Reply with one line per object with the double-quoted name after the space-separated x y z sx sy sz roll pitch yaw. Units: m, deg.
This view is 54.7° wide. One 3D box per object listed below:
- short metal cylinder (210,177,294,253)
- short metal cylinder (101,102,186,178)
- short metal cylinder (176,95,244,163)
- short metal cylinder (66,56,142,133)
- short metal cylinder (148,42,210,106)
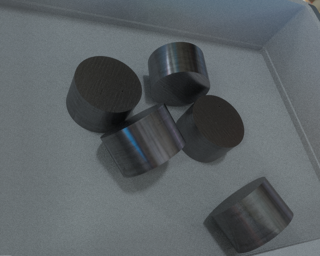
0.108 0.102 0.368 0.081 0.080 0.050 -28 78 -38 "short metal cylinder"
-0.019 0.012 0.347 0.081 0.080 0.050 -36 102 -39 "short metal cylinder"
0.068 0.001 0.427 0.081 0.050 0.080 14 56 -21 "short metal cylinder"
-0.069 -0.040 0.378 0.081 0.050 0.080 14 56 -21 "short metal cylinder"
0.025 -0.073 0.430 0.081 0.080 0.050 7 59 -25 "short metal cylinder"
